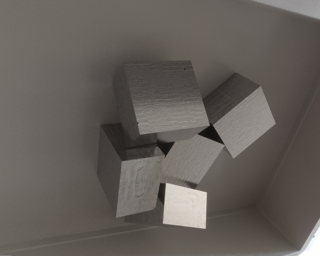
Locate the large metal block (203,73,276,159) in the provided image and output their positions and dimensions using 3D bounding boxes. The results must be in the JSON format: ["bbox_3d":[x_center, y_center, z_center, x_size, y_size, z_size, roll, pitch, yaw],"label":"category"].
[{"bbox_3d":[0.107,-0.017,0.441,0.080,0.050,0.080,-40,130,-2],"label":"large metal block"}]

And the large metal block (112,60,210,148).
[{"bbox_3d":[-0.001,-0.027,0.348,0.081,0.080,0.050,-7,163,-24],"label":"large metal block"}]

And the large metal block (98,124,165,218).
[{"bbox_3d":[-0.040,0.048,0.381,0.050,0.080,0.079,-6,121,-26],"label":"large metal block"}]

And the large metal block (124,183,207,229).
[{"bbox_3d":[0.008,0.112,0.439,0.080,0.080,0.050,21,65,-38],"label":"large metal block"}]

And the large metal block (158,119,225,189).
[{"bbox_3d":[0.028,0.033,0.430,0.080,0.050,0.080,21,107,-36],"label":"large metal block"}]
